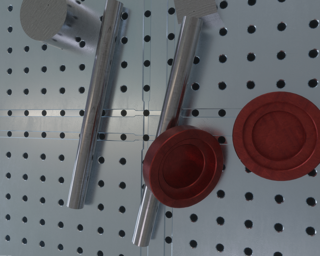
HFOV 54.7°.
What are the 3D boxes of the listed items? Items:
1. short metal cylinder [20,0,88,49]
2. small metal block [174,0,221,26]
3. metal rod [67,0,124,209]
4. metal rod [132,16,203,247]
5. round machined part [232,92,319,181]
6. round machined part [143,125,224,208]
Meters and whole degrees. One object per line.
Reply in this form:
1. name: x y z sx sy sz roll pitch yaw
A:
1. short metal cylinder: -0.154 -0.161 0.454 0.080 0.050 0.080 0 90 20
2. small metal block: 0.046 -0.160 0.396 0.050 0.025 0.050 -11 86 19
3. metal rod: -0.094 -0.031 0.445 0.025 0.025 0.298 13 94 19
4. metal rod: 0.007 0.012 0.398 0.025 0.025 0.298 16 100 19
5. round machined part: 0.136 0.009 0.356 0.098 0.042 0.097 0 90 20
6. round machined part: 0.024 0.043 0.376 0.042 0.099 0.097 30 104 61
